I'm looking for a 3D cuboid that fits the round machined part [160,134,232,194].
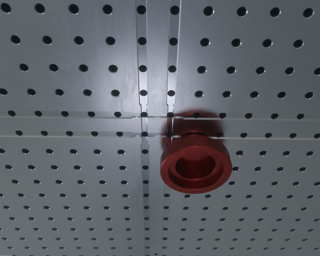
[{"bbox_3d":[0.049,0.047,0.441,0.099,0.042,0.097,0,130,0],"label":"round machined part"}]
